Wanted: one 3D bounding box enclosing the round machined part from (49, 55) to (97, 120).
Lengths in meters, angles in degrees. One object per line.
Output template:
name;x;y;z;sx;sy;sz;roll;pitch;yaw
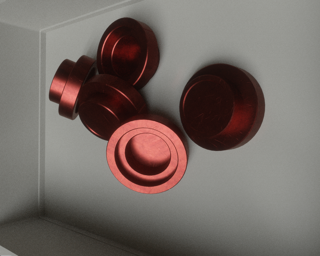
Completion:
round machined part;-0.132;-0.064;0.465;0.042;0.098;0.097;22;109;-7

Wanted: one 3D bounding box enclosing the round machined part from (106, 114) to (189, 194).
round machined part;-0.013;0.029;0.385;0.098;0.042;0.097;3;109;9

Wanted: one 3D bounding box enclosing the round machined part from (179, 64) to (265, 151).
round machined part;0.061;-0.023;0.344;0.098;0.042;0.097;0;90;39

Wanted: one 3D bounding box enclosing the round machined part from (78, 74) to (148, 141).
round machined part;-0.069;-0.020;0.416;0.098;0.042;0.097;18;138;17

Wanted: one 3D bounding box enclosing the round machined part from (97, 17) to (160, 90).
round machined part;-0.039;-0.097;0.426;0.098;0.042;0.097;0;90;39
